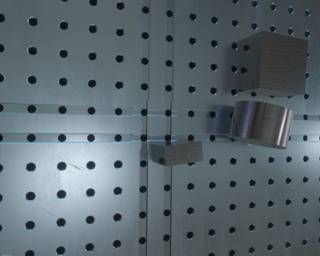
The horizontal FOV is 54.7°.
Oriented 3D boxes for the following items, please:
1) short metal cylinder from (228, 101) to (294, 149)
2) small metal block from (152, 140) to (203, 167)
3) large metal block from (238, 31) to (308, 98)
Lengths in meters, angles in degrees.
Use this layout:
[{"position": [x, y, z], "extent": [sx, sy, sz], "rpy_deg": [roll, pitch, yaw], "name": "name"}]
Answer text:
[{"position": [0.140, -0.003, 0.435], "extent": [0.081, 0.080, 0.050], "rpy_deg": [15, 85, -20], "name": "short metal cylinder"}, {"position": [0.022, 0.032, 0.407], "extent": [0.050, 0.050, 0.025], "rpy_deg": [-6, 93, -20], "name": "small metal block"}, {"position": [0.167, -0.091, 0.461], "extent": [0.081, 0.050, 0.080], "rpy_deg": [4, 89, -20], "name": "large metal block"}]
